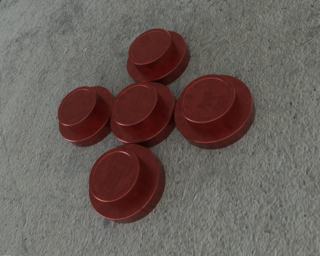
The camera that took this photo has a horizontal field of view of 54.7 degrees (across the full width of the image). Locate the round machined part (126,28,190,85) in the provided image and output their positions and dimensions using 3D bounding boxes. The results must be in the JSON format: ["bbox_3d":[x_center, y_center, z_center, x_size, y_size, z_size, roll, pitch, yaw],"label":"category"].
[{"bbox_3d":[-0.008,-0.110,0.465,0.098,0.042,0.098,-13,56,20],"label":"round machined part"}]

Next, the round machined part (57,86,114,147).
[{"bbox_3d":[-0.113,-0.024,0.466,0.098,0.042,0.098,-13,56,20],"label":"round machined part"}]

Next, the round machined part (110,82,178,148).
[{"bbox_3d":[-0.026,-0.024,0.421,0.098,0.042,0.098,-13,56,20],"label":"round machined part"}]

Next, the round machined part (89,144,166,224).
[{"bbox_3d":[-0.046,0.063,0.378,0.098,0.042,0.098,-13,56,20],"label":"round machined part"}]

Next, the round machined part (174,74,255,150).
[{"bbox_3d":[0.062,-0.026,0.377,0.098,0.042,0.098,-13,56,20],"label":"round machined part"}]
